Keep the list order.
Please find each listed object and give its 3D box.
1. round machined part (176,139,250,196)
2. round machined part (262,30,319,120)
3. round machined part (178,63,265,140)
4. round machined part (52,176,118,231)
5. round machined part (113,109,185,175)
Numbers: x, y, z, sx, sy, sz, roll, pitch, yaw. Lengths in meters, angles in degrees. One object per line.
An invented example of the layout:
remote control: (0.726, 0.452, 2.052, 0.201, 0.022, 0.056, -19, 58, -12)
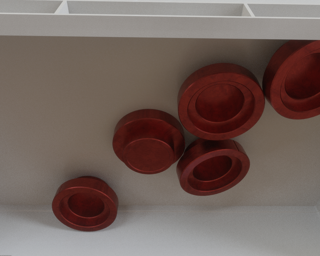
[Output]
round machined part: (0.070, 0.048, 0.431, 0.099, 0.042, 0.097, -8, 134, -8)
round machined part: (0.159, -0.061, 0.340, 0.099, 0.042, 0.097, -6, 128, -8)
round machined part: (0.070, -0.035, 0.369, 0.099, 0.042, 0.097, 0, 130, 0)
round machined part: (-0.114, 0.114, 0.488, 0.099, 0.042, 0.097, 0, 123, 1)
round machined part: (-0.015, 0.025, 0.419, 0.099, 0.042, 0.097, 0, 130, 0)
